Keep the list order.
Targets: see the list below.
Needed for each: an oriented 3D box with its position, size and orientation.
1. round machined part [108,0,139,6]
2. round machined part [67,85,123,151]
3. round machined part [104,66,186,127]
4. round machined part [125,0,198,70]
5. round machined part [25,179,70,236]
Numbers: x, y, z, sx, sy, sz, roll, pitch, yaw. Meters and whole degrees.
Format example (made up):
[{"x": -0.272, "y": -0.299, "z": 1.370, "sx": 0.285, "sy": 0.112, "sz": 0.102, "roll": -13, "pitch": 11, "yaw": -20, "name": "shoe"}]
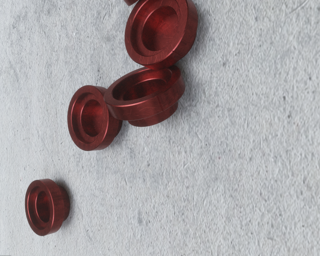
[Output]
[{"x": -0.028, "y": -0.195, "z": 0.395, "sx": 0.098, "sy": 0.042, "sz": 0.098, "roll": -33, "pitch": 26, "yaw": 19, "name": "round machined part"}, {"x": -0.095, "y": -0.015, "z": 0.473, "sx": 0.098, "sy": 0.042, "sz": 0.097, "roll": 0, "pitch": 90, "yaw": 40, "name": "round machined part"}, {"x": -0.015, "y": -0.038, "z": 0.383, "sx": 0.098, "sy": 0.098, "sz": 0.042, "roll": 9, "pitch": 133, "yaw": 39, "name": "round machined part"}, {"x": 0.006, "y": -0.119, "z": 0.384, "sx": 0.098, "sy": 0.042, "sz": 0.098, "roll": -7, "pitch": 78, "yaw": 38, "name": "round machined part"}, {"x": -0.200, "y": 0.140, "z": 0.559, "sx": 0.098, "sy": 0.042, "sz": 0.097, "roll": 0, "pitch": 90, "yaw": 40, "name": "round machined part"}]
